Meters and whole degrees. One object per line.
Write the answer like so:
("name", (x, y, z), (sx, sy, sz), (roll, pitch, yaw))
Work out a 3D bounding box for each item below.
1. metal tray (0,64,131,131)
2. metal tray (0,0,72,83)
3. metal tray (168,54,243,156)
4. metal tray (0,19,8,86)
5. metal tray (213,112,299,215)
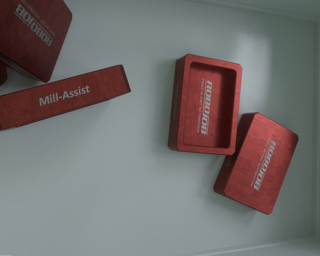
("metal tray", (-0.106, -0.032, 0.337), (0.131, 0.090, 0.030), (-19, 97, -19))
("metal tray", (-0.134, -0.106, 0.305), (0.030, 0.130, 0.090), (17, 84, 5))
("metal tray", (0.064, -0.030, 0.432), (0.091, 0.030, 0.129), (6, 88, -20))
("metal tray", (-0.198, -0.048, 0.273), (0.030, 0.089, 0.130), (30, 47, 5))
("metal tray", (0.145, 0.052, 0.463), (0.090, 0.030, 0.130), (27, 81, -19))
